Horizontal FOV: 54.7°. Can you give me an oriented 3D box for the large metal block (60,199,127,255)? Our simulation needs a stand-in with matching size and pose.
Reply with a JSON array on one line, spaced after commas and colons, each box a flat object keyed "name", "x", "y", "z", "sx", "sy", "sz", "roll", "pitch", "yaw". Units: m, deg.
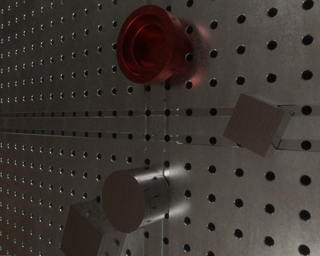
[{"name": "large metal block", "x": -0.102, "y": 0.168, "z": 0.475, "sx": 0.080, "sy": 0.050, "sz": 0.079, "roll": 27, "pitch": 107, "yaw": 36}]

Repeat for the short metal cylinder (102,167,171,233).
[{"name": "short metal cylinder", "x": -0.033, "y": 0.094, "z": 0.418, "sx": 0.080, "sy": 0.050, "sz": 0.079, "roll": 0, "pitch": 90, "yaw": 39}]

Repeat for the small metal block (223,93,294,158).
[{"name": "small metal block", "x": 0.102, "y": -0.004, "z": 0.324, "sx": 0.050, "sy": 0.025, "sz": 0.050, "roll": 31, "pitch": 109, "yaw": 35}]

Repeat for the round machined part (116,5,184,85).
[{"name": "round machined part", "x": -0.008, "y": -0.105, "z": 0.403, "sx": 0.098, "sy": 0.042, "sz": 0.097, "roll": 0, "pitch": 90, "yaw": 39}]
